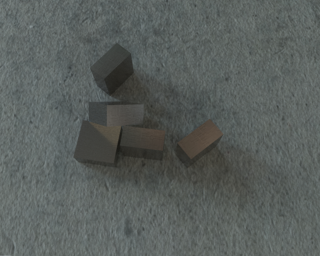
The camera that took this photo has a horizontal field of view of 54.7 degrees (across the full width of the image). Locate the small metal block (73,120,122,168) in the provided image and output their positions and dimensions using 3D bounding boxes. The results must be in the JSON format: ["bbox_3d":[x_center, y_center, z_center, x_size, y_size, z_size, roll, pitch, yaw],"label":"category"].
[{"bbox_3d":[-0.078,0.021,0.400,0.050,0.025,0.050,8,70,2],"label":"small metal block"}]

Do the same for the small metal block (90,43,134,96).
[{"bbox_3d":[-0.064,-0.079,0.423,0.025,0.050,0.050,39,74,12],"label":"small metal block"}]

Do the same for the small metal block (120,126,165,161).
[{"bbox_3d":[-0.020,0.020,0.387,0.050,0.050,0.025,7,70,2],"label":"small metal block"}]

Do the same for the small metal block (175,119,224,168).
[{"bbox_3d":[0.048,0.021,0.388,0.050,0.050,0.025,-36,74,-12],"label":"small metal block"}]

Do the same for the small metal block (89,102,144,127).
[{"bbox_3d":[-0.055,-0.019,0.389,0.050,0.050,0.025,-5,101,-36],"label":"small metal block"}]
